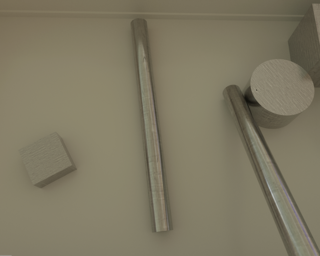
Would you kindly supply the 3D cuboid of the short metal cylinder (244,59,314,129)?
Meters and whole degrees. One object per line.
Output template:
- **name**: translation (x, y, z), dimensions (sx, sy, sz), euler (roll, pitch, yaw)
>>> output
- **short metal cylinder**: translation (0.155, -0.044, 0.415), dimensions (0.081, 0.050, 0.080), euler (0, 70, 0)

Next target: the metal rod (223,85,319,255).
- **metal rod**: translation (0.113, 0.050, 0.321), dimensions (0.025, 0.025, 0.300), euler (-5, 42, -2)

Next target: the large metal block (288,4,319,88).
- **large metal block**: translation (0.221, -0.109, 0.423), dimensions (0.050, 0.080, 0.080), euler (1, 70, 0)

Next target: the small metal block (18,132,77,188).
- **small metal block**: translation (-0.142, 0.041, 0.393), dimensions (0.050, 0.025, 0.050), euler (-28, 73, -10)

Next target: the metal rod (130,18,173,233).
- **metal rod**: translation (-0.014, -0.018, 0.415), dimensions (0.025, 0.025, 0.299), euler (-6, 70, -3)
